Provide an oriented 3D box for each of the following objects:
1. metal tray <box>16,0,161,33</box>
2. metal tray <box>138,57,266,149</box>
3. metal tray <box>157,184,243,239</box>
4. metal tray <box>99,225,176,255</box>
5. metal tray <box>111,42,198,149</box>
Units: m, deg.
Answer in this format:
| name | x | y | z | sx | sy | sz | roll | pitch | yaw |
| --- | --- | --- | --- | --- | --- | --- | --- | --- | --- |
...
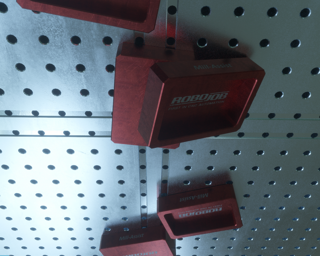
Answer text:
| name | x | y | z | sx | sy | sz | roll | pitch | yaw |
| --- | --- | --- | --- | --- | --- | --- | --- | --- | --- |
| metal tray | -0.061 | -0.146 | 0.282 | 0.131 | 0.030 | 0.089 | 9 | 130 | -8 |
| metal tray | 0.046 | -0.029 | 0.346 | 0.131 | 0.030 | 0.089 | -10 | 134 | -28 |
| metal tray | 0.069 | 0.146 | 0.533 | 0.130 | 0.030 | 0.090 | -14 | 129 | 11 |
| metal tray | -0.041 | 0.238 | 0.610 | 0.131 | 0.030 | 0.090 | -12 | 129 | 10 |
| metal tray | -0.011 | -0.033 | 0.380 | 0.091 | 0.030 | 0.129 | 6 | 130 | -6 |
